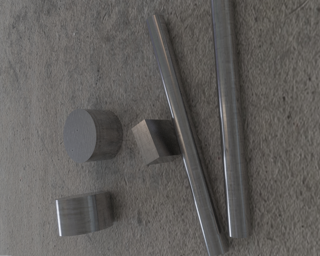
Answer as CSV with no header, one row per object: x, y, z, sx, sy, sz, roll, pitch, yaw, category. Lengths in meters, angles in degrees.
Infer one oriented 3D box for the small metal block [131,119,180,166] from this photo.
-0.002,0.017,0.390,0.025,0.050,0.050,-35,69,35,small metal block

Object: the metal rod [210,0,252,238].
0.076,-0.034,0.342,0.025,0.025,0.298,-6,86,40,metal rod

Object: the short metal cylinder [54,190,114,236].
-0.113,0.125,0.462,0.080,0.081,0.050,-14,81,39,short metal cylinder

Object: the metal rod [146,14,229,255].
0.030,-0.001,0.380,0.025,0.025,0.299,-23,75,37,metal rod

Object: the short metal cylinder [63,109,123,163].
-0.103,0.011,0.474,0.080,0.050,0.080,0,90,40,short metal cylinder
